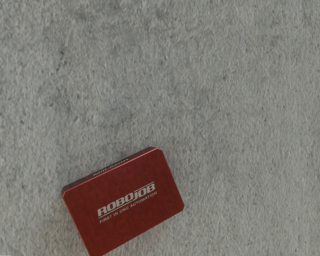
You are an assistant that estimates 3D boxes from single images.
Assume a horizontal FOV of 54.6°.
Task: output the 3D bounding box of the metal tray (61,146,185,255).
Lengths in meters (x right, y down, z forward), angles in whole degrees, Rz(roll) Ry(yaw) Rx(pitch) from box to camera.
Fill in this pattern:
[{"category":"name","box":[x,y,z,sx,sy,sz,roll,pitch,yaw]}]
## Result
[{"category":"metal tray","box":[-0.044,0.089,0.390,0.131,0.030,0.090,-24,98,-18]}]
